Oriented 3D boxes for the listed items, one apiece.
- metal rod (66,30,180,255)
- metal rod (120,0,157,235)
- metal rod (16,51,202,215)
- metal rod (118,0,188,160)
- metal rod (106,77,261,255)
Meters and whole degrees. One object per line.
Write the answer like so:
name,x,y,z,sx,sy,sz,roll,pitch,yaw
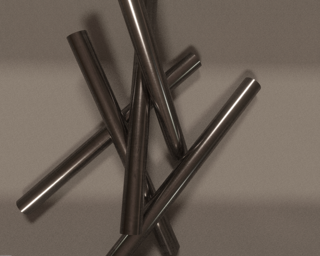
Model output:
metal rod,-0.042,0.026,0.389,0.025,0.025,0.299,-23,99,0
metal rod,-0.024,-0.027,0.379,0.025,0.025,0.299,3,77,-1
metal rod,-0.066,0.006,0.410,0.300,0.025,0.025,-41,91,-1
metal rod,-0.016,-0.089,0.343,0.025,0.025,0.298,-19,118,0
metal rod,0.030,0.055,0.386,0.025,0.025,0.300,39,80,0
